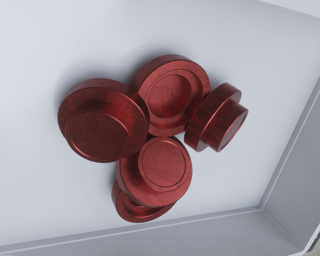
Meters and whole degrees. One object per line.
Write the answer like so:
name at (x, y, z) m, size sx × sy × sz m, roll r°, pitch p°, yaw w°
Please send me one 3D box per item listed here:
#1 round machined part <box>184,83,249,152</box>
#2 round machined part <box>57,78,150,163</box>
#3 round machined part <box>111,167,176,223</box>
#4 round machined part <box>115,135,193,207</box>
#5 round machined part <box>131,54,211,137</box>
round machined part at (0.078, -0.007, 0.405) m, size 0.098 × 0.042 × 0.098 m, roll -44°, pitch 158°, yaw -23°
round machined part at (-0.062, -0.001, 0.333) m, size 0.099 × 0.042 × 0.097 m, roll 3°, pitch 126°, yaw 4°
round machined part at (-0.021, 0.082, 0.434) m, size 0.099 × 0.042 × 0.097 m, roll -14°, pitch 124°, yaw -21°
round machined part at (-0.002, 0.048, 0.387) m, size 0.099 × 0.098 × 0.042 m, roll -6°, pitch 166°, yaw -25°
round machined part at (0.008, -0.041, 0.373) m, size 0.099 × 0.042 × 0.097 m, roll -14°, pitch 124°, yaw -21°
